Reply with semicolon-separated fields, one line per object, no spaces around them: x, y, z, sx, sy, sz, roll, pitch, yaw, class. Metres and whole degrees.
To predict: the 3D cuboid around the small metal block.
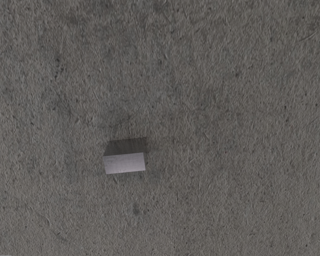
-0.044;0.035;0.409;0.050;0.050;0.025;-6;110;2;small metal block
